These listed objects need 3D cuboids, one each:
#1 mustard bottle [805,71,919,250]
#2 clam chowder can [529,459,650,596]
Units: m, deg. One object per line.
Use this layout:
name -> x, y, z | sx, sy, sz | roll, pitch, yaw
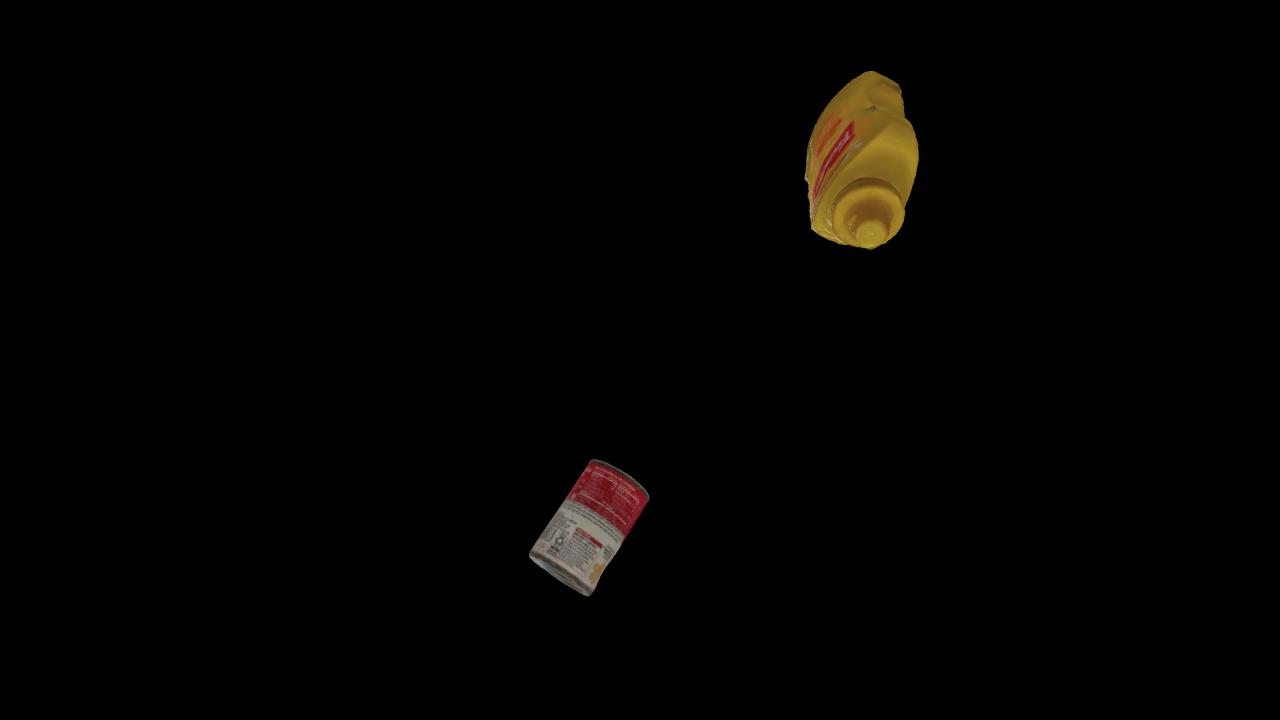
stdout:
mustard bottle -> 0.152, -0.130, 0.426 | 0.054, 0.184, 0.092 | 29, -49, -11
clam chowder can -> -0.045, 0.151, 0.559 | 0.068, 0.102, 0.068 | 27, -27, 15
